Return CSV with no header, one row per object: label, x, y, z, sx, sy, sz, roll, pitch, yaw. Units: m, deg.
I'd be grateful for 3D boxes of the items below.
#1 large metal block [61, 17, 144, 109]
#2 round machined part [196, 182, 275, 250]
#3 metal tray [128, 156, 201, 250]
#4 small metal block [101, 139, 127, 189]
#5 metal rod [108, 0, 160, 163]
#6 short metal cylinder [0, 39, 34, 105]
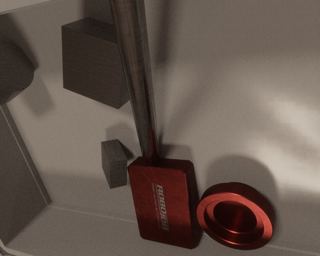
large metal block,-0.070,-0.080,0.378,0.080,0.050,0.079,21,126,15
round machined part,0.102,0.111,0.412,0.098,0.042,0.097,13,124,20
metal tray,0.007,0.109,0.456,0.090,0.030,0.129,2,111,27
small metal block,-0.068,0.052,0.457,0.050,0.025,0.050,-125,33,-49
metal rod,-0.019,-0.035,0.311,0.025,0.025,0.299,22,154,15
short metal cylinder,-0.232,-0.079,0.444,0.050,0.080,0.080,-24,106,36
